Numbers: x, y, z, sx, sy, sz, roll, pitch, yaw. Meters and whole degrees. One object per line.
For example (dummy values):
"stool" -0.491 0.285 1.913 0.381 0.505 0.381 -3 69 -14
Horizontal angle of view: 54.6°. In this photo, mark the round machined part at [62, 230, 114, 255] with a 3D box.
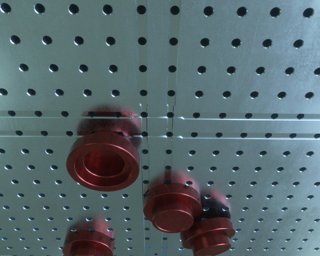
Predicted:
"round machined part" -0.141 0.246 0.608 0.099 0.042 0.097 0 130 0

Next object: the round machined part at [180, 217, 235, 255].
"round machined part" 0.088 0.200 0.554 0.099 0.042 0.098 -9 143 -7

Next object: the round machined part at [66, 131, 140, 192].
"round machined part" -0.077 0.043 0.436 0.099 0.042 0.097 0 130 0

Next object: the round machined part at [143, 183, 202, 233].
"round machined part" 0.021 0.140 0.519 0.099 0.042 0.097 0 130 0
